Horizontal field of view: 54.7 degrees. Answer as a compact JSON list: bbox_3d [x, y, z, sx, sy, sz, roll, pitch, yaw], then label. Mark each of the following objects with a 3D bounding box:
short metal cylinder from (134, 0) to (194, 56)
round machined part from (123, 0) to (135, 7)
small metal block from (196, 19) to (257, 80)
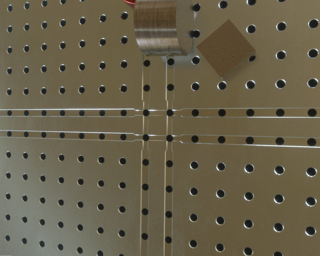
[{"bbox_3d":[0.008,-0.129,0.381,0.050,0.080,0.079,4,92,20],"label":"short metal cylinder"},{"bbox_3d":[-0.024,-0.214,0.412,0.098,0.042,0.097,0,90,20],"label":"round machined part"},{"bbox_3d":[0.082,-0.096,0.383,0.050,0.025,0.050,-39,78,16],"label":"small metal block"}]
